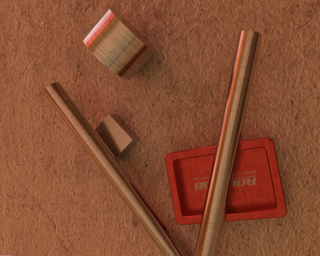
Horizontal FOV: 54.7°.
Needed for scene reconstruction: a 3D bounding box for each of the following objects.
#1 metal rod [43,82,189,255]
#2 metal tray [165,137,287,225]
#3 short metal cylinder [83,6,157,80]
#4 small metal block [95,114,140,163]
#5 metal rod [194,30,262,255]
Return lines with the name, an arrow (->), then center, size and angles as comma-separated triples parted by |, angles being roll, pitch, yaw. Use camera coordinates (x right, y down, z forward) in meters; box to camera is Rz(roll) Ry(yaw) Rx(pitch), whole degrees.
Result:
metal rod -> -0.054, 0.065, 0.405 | 0.025, 0.025, 0.299 | -38, 87, 16
metal tray -> 0.078, 0.065, 0.378 | 0.130, 0.030, 0.089 | -11, 86, 19
short metal cylinder -> -0.051, -0.107, 0.398 | 0.050, 0.080, 0.080 | -45, 76, 15
small metal block -> -0.065, 0.016, 0.432 | 0.050, 0.025, 0.050 | 46, 104, 14
metal rod -> 0.072, 0.043, 0.350 | 0.025, 0.025, 0.298 | 12, 94, 19
